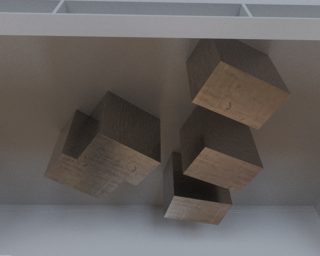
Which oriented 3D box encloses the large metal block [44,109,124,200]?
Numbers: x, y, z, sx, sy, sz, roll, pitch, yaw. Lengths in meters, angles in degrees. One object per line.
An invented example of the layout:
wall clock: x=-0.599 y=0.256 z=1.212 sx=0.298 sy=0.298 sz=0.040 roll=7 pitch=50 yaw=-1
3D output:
large metal block: x=-0.091 y=0.035 z=0.401 sx=0.080 sy=0.080 sz=0.050 roll=29 pitch=124 yaw=-23

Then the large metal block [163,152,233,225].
large metal block: x=0.050 y=0.086 z=0.448 sx=0.081 sy=0.080 sz=0.050 roll=11 pitch=129 yaw=-10

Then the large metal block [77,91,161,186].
large metal block: x=-0.047 y=0.012 z=0.383 sx=0.080 sy=0.080 sz=0.050 roll=29 pitch=124 yaw=-23

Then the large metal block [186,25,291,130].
large metal block: x=0.078 y=-0.054 z=0.328 sx=0.080 sy=0.080 sz=0.050 roll=21 pitch=127 yaw=-17

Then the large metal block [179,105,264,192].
large metal block: x=0.074 y=0.025 z=0.396 sx=0.080 sy=0.080 sz=0.050 roll=21 pitch=127 yaw=-17
